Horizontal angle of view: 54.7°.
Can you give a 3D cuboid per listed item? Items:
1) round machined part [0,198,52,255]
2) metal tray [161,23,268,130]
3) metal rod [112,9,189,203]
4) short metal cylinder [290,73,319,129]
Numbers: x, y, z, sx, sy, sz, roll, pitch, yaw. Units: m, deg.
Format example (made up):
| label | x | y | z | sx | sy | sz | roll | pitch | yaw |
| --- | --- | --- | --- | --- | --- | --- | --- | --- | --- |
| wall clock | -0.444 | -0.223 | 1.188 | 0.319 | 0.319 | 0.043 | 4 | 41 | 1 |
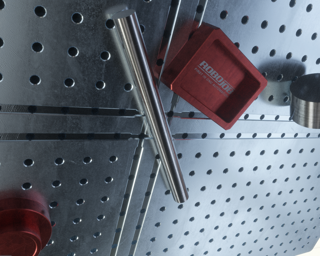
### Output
| label | x | y | z | sx | sy | sz | roll | pitch | yaw |
| --- | --- | --- | --- | --- | --- | --- | --- | --- | --- |
| round machined part | -0.186 | 0.139 | 0.385 | 0.099 | 0.042 | 0.097 | -14 | 124 | -21 |
| metal tray | 0.075 | -0.062 | 0.410 | 0.130 | 0.030 | 0.090 | 31 | 101 | -38 |
| metal rod | -0.002 | -0.003 | 0.407 | 0.025 | 0.025 | 0.299 | -27 | 128 | -12 |
| short metal cylinder | 0.246 | -0.043 | 0.483 | 0.080 | 0.080 | 0.050 | -27 | 128 | -12 |
